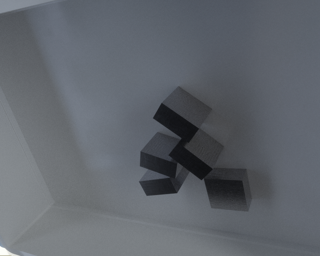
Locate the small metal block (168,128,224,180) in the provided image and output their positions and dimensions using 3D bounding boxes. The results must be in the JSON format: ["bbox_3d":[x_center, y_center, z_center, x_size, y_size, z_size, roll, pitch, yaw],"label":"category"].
[{"bbox_3d":[0.046,0.028,0.386,0.050,0.050,0.025,37,129,3],"label":"small metal block"}]

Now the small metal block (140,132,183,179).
[{"bbox_3d":[0.008,0.035,0.410,0.050,0.050,0.025,17,125,18],"label":"small metal block"}]

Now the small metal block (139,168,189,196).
[{"bbox_3d":[0.007,0.067,0.430,0.050,0.050,0.025,-13,112,33],"label":"small metal block"}]

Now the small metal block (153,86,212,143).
[{"bbox_3d":[0.028,-0.017,0.367,0.050,0.050,0.025,35,129,5],"label":"small metal block"}]

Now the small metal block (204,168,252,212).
[{"bbox_3d":[0.091,0.081,0.411,0.050,0.025,0.050,-2,118,29],"label":"small metal block"}]
